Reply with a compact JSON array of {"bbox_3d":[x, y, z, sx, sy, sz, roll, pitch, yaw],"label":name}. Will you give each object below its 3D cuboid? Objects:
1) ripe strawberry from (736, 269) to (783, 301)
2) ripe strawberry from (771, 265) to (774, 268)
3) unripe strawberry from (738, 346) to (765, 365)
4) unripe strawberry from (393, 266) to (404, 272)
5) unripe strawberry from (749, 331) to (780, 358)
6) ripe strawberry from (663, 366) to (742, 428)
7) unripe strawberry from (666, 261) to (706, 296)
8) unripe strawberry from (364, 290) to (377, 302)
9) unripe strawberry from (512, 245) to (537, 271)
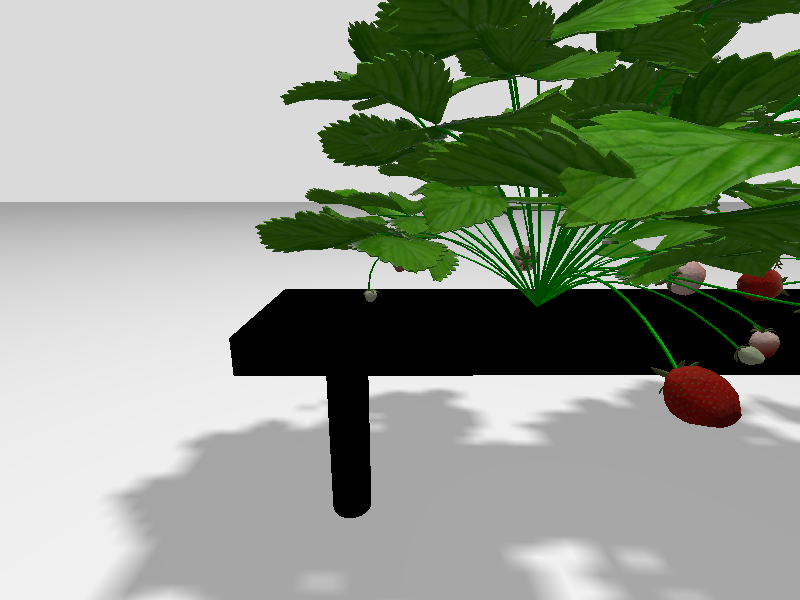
[{"bbox_3d":[0.341,-0.014,0.383,0.033,0.033,0.031,1,16,5],"label":"ripe strawberry"},{"bbox_3d":[0.457,-0.057,0.513,0.044,0.039,0.040,-11,19,-35],"label":"ripe strawberry"},{"bbox_3d":[0.212,0.034,0.242,0.013,0.011,0.013,-11,30,-33],"label":"unripe strawberry"},{"bbox_3d":[-0.001,-0.045,0.520,0.018,0.019,0.019,-12,19,-36],"label":"unripe strawberry"},{"bbox_3d":[0.234,0.028,0.257,0.017,0.017,0.015,-15,4,-43],"label":"unripe strawberry"},{"bbox_3d":[0.135,0.044,0.178,0.029,0.025,0.029,-1,23,-3],"label":"ripe strawberry"},{"bbox_3d":[0.292,-0.024,0.407,0.039,0.038,0.036,-4,16,-16],"label":"unripe strawberry"},{"bbox_3d":[-0.027,-0.004,0.369,0.012,0.011,0.010,1,16,2],"label":"unripe strawberry"},{"bbox_3d":[0.164,-0.055,0.525,0.032,0.034,0.035,3,15,12],"label":"unripe strawberry"}]
